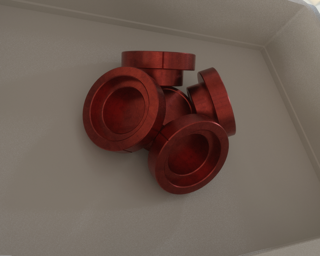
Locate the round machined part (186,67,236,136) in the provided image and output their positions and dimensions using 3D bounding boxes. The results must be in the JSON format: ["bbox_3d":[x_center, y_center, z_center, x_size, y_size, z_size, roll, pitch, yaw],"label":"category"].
[{"bbox_3d":[0.066,-0.030,0.426,0.042,0.098,0.098,-18,67,3],"label":"round machined part"}]

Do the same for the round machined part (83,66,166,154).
[{"bbox_3d":[-0.037,-0.018,0.361,0.042,0.098,0.098,27,40,-62],"label":"round machined part"}]

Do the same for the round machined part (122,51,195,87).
[{"bbox_3d":[-0.002,-0.078,0.417,0.099,0.098,0.042,-4,102,-30],"label":"round machined part"}]

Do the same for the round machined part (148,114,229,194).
[{"bbox_3d":[0.030,0.027,0.369,0.099,0.097,0.042,-1,26,-29],"label":"round machined part"}]

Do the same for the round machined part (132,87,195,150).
[{"bbox_3d":[0.007,-0.017,0.408,0.099,0.042,0.098,14,56,-21],"label":"round machined part"}]
